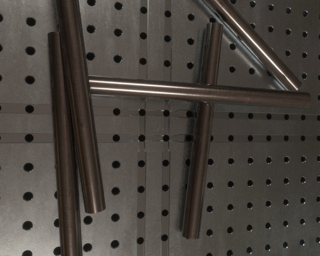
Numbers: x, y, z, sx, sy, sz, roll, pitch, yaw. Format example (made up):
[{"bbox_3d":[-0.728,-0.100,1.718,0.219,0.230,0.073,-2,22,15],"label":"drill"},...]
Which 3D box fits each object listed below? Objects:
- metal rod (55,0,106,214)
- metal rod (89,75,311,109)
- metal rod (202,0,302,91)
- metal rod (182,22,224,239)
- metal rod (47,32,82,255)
[{"bbox_3d":[-0.094,-0.048,0.357,0.025,0.025,0.298,-9,98,-20],"label":"metal rod"},{"bbox_3d":[0.058,-0.046,0.410,0.302,0.025,0.025,3,89,-11],"label":"metal rod"},{"bbox_3d":[0.106,-0.159,0.452,0.300,0.025,0.025,41,77,-16],"label":"metal rod"},{"bbox_3d":[0.060,0.002,0.436,0.025,0.025,0.298,8,87,-20],"label":"metal rod"},{"bbox_3d":[-0.113,0.038,0.371,0.025,0.025,0.298,-3,91,-20],"label":"metal rod"}]
